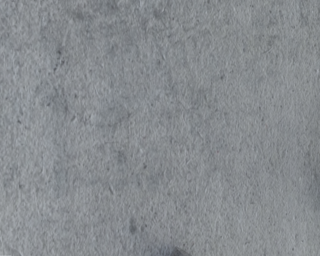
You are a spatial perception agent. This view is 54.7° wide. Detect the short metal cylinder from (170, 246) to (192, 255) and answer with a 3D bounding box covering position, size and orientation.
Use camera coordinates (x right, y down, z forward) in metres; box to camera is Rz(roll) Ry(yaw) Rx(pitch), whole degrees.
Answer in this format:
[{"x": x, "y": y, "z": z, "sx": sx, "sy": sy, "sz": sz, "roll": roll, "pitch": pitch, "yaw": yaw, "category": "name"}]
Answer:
[{"x": 0.040, "y": 0.198, "z": 0.396, "sx": 0.080, "sy": 0.080, "sz": 0.050, "roll": 38, "pitch": 78, "yaw": -17, "category": "short metal cylinder"}]
